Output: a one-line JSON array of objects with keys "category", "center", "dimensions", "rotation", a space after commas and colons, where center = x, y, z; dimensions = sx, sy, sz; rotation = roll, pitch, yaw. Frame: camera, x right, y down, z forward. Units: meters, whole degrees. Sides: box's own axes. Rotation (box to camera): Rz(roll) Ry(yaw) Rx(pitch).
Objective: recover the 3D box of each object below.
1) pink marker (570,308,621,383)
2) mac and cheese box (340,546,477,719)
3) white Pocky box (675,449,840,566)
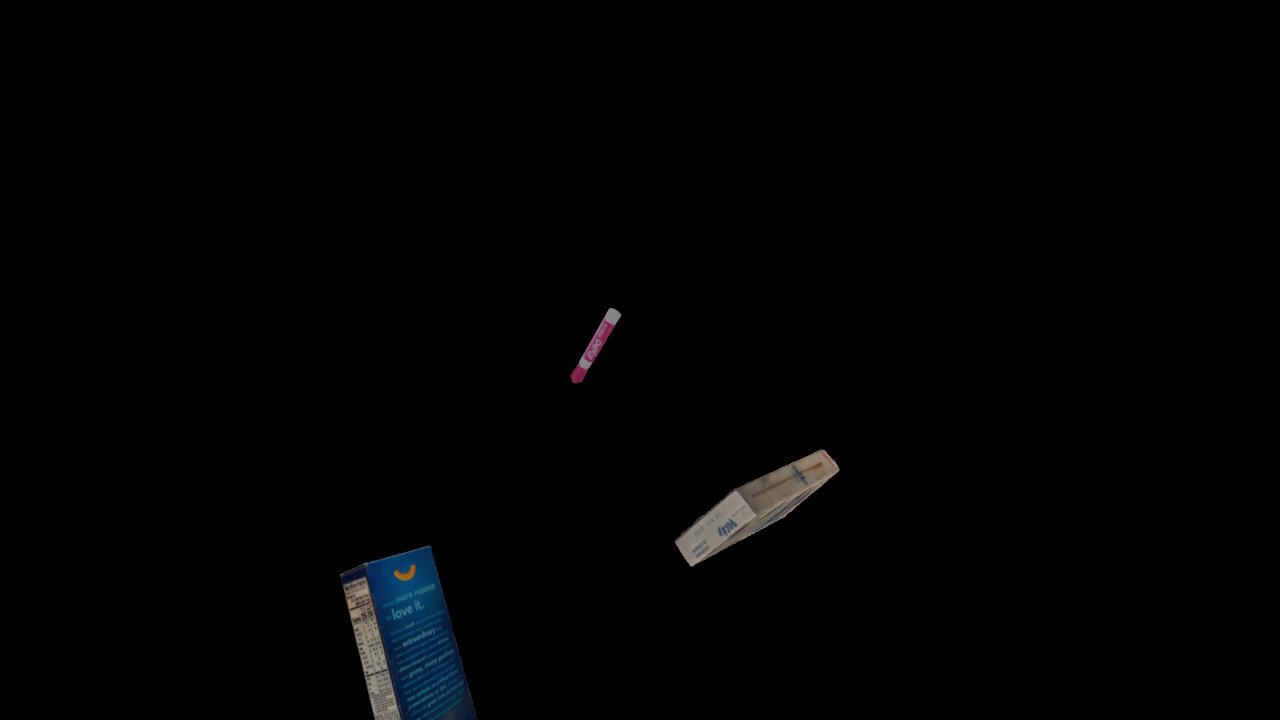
[{"category": "pink marker", "center": [-0.063, -0.017, 0.843], "dimensions": [0.020, 0.121, 0.020], "rotation": [27, 21, -12]}, {"category": "mac and cheese box", "center": [-0.221, 0.283, 0.595], "dimensions": [0.041, 0.184, 0.093], "rotation": [-25, -14, 18]}, {"category": "white Pocky box", "center": [0.104, 0.123, 0.524], "dimensions": [0.154, 0.028, 0.084], "rotation": [-7, -37, -49]}]
